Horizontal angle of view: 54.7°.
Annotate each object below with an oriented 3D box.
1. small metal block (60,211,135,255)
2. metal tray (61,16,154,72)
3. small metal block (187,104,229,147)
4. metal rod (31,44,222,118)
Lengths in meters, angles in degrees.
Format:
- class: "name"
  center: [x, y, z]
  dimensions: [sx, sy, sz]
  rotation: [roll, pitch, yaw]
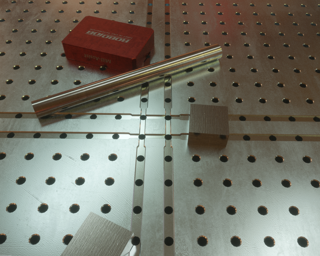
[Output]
- class: "small metal block"
  center: [-0.060, 0.119, 0.307]
  dimensions: [0.050, 0.025, 0.050]
  rotation: [21, 53, 16]
- class: "metal tray"
  center: [-0.085, -0.144, 0.524]
  dimensions: [0.131, 0.030, 0.090]
  rotation: [15, 51, 12]
- class: "small metal block"
  center: [0.064, -0.004, 0.412]
  dimensions: [0.050, 0.025, 0.050]
  rotation: [5, 50, 3]
- class: "metal rod"
  center: [-0.038, -0.076, 0.471]
  dimensions: [0.302, 0.025, 0.025]
  rotation: [-21, 53, -17]
